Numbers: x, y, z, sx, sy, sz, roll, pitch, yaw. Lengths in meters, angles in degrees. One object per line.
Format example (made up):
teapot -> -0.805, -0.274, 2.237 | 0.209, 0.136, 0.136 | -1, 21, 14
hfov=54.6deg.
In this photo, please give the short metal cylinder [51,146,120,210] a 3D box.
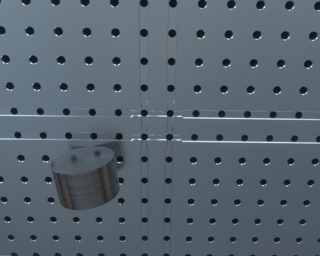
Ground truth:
short metal cylinder -> -0.096, 0.063, 0.406 | 0.080, 0.080, 0.050 | -6, 110, 2
